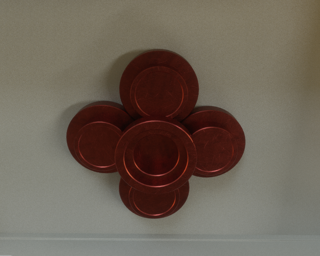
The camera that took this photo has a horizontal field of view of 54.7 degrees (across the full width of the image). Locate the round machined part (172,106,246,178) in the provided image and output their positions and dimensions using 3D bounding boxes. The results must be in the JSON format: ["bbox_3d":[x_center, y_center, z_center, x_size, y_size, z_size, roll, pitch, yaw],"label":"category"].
[{"bbox_3d":[0.064,0.023,0.409,0.099,0.042,0.097,0,110,0],"label":"round machined part"}]

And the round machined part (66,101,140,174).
[{"bbox_3d":[-0.073,0.017,0.405,0.099,0.042,0.097,0,110,0],"label":"round machined part"}]

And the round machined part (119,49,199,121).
[{"bbox_3d":[-0.001,-0.046,0.382,0.099,0.042,0.097,0,110,0],"label":"round machined part"}]

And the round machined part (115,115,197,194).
[{"bbox_3d":[-0.005,0.030,0.389,0.099,0.042,0.097,0,110,0],"label":"round machined part"}]

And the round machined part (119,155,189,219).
[{"bbox_3d":[-0.008,0.086,0.431,0.099,0.042,0.097,-1,109,-1],"label":"round machined part"}]
